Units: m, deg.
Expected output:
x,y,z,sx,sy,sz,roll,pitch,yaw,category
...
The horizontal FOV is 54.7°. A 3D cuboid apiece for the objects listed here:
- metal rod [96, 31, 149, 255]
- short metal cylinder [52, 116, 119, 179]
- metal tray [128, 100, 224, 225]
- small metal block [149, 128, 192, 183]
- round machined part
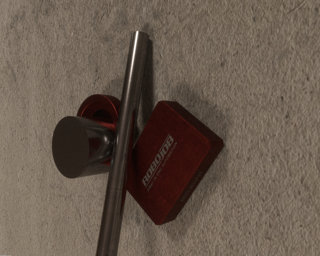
x,y,z,sx,sy,sz,roll,pitch,yaw,category
-0.046,0.018,0.395,0.025,0.025,0.299,-3,74,39,metal rod
-0.099,0.024,0.414,0.080,0.050,0.079,1,91,39,short metal cylinder
0.008,0.042,0.384,0.090,0.030,0.129,43,116,31,metal tray
0.018,0.034,0.388,0.050,0.025,0.050,-37,68,33,small metal block
-0.078,0.000,0.456,0.098,0.042,0.097,0,90,39,round machined part
